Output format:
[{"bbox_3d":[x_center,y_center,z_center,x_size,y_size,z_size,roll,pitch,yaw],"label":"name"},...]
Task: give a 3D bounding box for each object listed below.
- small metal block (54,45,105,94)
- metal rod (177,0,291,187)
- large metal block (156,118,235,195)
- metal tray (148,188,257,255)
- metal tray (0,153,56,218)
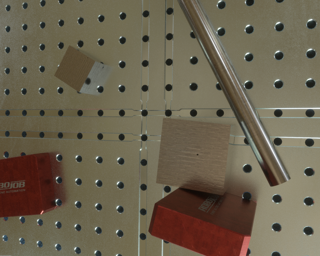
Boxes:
[{"bbox_3d":[-0.118,-0.085,0.453,0.050,0.025,0.050,33,100,16],"label":"small metal block"},{"bbox_3d":[0.079,-0.071,0.384,0.025,0.025,0.299,-27,81,17],"label":"metal rod"},{"bbox_3d":[0.046,0.031,0.383,0.080,0.050,0.079,7,92,19],"label":"large metal block"},{"bbox_3d":[0.054,0.096,0.337,0.090,0.130,0.030,15,95,19],"label":"metal tray"},{"bbox_3d":[-0.233,0.092,0.490,0.130,0.030,0.089,-9,87,19],"label":"metal tray"}]
